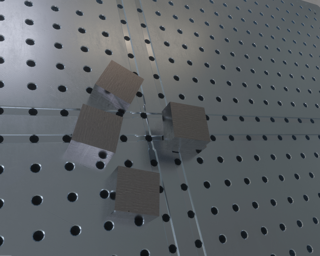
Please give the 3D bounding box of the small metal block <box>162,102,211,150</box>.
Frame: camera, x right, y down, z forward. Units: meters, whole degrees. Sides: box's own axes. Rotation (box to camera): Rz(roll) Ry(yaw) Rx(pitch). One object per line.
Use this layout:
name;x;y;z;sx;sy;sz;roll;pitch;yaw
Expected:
small metal block;0.032;-0.002;0.395;0.050;0.025;0.050;8;58;-24

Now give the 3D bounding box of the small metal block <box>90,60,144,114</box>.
small metal block;-0.056;-0.055;0.411;0.050;0.025;0.050;30;52;-9

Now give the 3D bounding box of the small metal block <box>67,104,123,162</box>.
small metal block;-0.075;0.006;0.364;0.050;0.025;0.050;19;54;-17

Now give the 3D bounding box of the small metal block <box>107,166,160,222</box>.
small metal block;-0.029;0.074;0.347;0.050;0.025;0.050;14;56;-21

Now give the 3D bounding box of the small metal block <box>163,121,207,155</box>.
small metal block;0.032;0.005;0.422;0.050;0.025;0.050;11;57;-22
